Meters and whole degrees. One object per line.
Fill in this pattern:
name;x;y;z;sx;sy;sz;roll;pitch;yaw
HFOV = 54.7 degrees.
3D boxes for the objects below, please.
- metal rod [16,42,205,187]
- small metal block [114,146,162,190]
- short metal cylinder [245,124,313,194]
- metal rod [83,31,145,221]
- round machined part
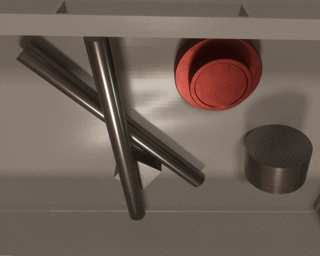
metal rod;-0.044;-0.002;0.406;0.025;0.025;0.301;-36;122;26
small metal block;-0.033;0.060;0.460;0.050;0.025;0.050;27;125;-22
short metal cylinder;0.154;0.040;0.409;0.080;0.080;0.050;-6;130;5
metal rod;-0.048;0.024;0.394;0.025;0.025;0.298;-4;131;3
round machined part;0.066;-0.058;0.350;0.099;0.042;0.097;-1;130;0
